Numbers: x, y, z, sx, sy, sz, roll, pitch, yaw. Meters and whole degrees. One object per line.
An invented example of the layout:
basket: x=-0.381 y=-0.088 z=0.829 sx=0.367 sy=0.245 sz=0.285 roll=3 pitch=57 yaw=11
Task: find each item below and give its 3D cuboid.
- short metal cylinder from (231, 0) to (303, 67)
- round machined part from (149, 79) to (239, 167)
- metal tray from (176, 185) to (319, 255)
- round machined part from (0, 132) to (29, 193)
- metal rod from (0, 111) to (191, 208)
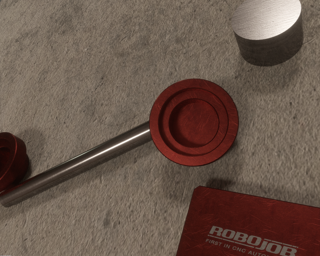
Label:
short metal cylinder: x=0.137 y=-0.125 z=0.393 sx=0.080 sy=0.050 sz=0.080 roll=-13 pitch=56 yaw=20
round machined part: x=0.040 y=-0.004 z=0.358 sx=0.098 sy=0.042 sz=0.097 roll=-1 pitch=83 yaw=12
metal tray: x=0.086 y=0.111 z=0.287 sx=0.130 sy=0.030 sz=0.090 roll=5 pitch=64 yaw=30
round machined part: x=-0.246 y=0.059 z=0.483 sx=0.098 sy=0.042 sz=0.098 roll=-13 pitch=56 yaw=20
metal rod: x=-0.094 y=0.041 z=0.425 sx=0.301 sy=0.025 sz=0.025 roll=-26 pitch=53 yaw=11
